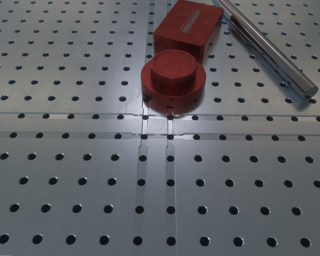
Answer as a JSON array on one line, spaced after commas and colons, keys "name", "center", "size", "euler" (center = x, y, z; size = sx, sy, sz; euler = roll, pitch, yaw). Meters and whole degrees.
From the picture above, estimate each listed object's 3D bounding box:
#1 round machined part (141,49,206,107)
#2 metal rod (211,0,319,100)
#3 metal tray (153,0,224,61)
[{"name": "round machined part", "center": [0.020, -0.081, 0.465], "size": [0.099, 0.042, 0.098], "euler": [0, 50, 0]}, {"name": "metal rod", "center": [0.167, -0.158, 0.541], "size": [0.025, 0.025, 0.300], "euler": [-16, 52, -13]}, {"name": "metal tray", "center": [0.053, -0.179, 0.555], "size": [0.090, 0.030, 0.130], "euler": [18, 52, 14]}]
